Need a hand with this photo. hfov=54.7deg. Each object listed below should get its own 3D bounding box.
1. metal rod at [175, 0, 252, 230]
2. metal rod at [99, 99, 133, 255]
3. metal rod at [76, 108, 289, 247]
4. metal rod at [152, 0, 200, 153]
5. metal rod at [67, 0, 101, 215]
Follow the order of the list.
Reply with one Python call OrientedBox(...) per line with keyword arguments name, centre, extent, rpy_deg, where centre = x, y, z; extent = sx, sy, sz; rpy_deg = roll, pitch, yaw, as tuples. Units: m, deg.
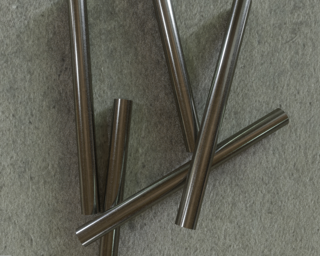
OrientedBox(name="metal rod", centre=(0.070, -0.027, 0.385), extent=(0.025, 0.025, 0.299), rpy_deg=(16, 80, -1))
OrientedBox(name="metal rod", centre=(-0.063, 0.111, 0.409), extent=(0.025, 0.025, 0.298), rpy_deg=(6, 90, -1))
OrientedBox(name="metal rod", centre=(0.033, 0.059, 0.395), extent=(0.301, 0.025, 0.025), rpy_deg=(-30, 90, -6))
OrientedBox(name="metal rod", centre=(0.015, -0.116, 0.410), extent=(0.025, 0.025, 0.298), rpy_deg=(-13, 90, 0))
OrientedBox(name="metal rod", centre=(-0.101, -0.037, 0.408), extent=(0.025, 0.025, 0.298), rpy_deg=(-4, 90, -1))
